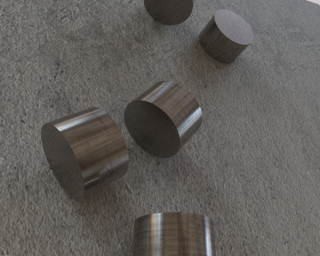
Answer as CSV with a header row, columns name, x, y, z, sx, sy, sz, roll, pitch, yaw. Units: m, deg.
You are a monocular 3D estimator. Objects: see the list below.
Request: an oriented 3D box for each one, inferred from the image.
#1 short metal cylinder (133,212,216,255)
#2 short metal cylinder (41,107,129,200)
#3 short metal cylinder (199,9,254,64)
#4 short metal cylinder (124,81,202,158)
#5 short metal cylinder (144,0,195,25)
name,x,y,z,sx,sy,sz,roll,pitch,yaw
short metal cylinder,0.014,0.119,0.303,0.081,0.080,0.050,14,56,-21
short metal cylinder,-0.076,0.024,0.312,0.050,0.080,0.080,-25,76,-37
short metal cylinder,0.117,-0.162,0.549,0.081,0.050,0.080,14,56,-21
short metal cylinder,0.004,-0.011,0.377,0.080,0.080,0.050,45,51,2
short metal cylinder,0.018,-0.219,0.512,0.080,0.080,0.050,25,53,-13
